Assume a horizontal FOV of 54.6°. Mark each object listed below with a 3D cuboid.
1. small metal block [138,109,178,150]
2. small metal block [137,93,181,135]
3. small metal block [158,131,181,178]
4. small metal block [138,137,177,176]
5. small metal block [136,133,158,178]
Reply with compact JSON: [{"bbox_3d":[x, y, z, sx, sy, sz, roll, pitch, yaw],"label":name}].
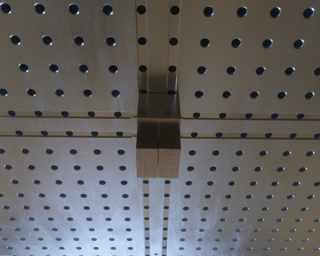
[{"bbox_3d":[-0.003,0.002,0.413,0.050,0.025,0.050,2,130,0],"label":"small metal block"},{"bbox_3d":[-0.001,-0.018,0.379,0.050,0.050,0.025,2,130,-1],"label":"small metal block"},{"bbox_3d":[0.011,0.026,0.385,0.025,0.050,0.050,2,130,0],"label":"small metal block"},{"bbox_3d":[-0.003,0.039,0.427,0.050,0.050,0.025,1,130,-1],"label":"small metal block"},{"bbox_3d":[-0.015,0.026,0.384,0.025,0.050,0.050,1,130,-1],"label":"small metal block"}]
